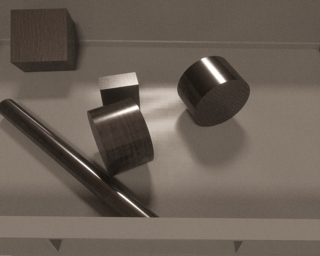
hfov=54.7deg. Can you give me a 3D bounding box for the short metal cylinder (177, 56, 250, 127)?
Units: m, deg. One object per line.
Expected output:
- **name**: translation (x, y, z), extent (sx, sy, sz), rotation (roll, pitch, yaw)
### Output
- **short metal cylinder**: translation (0.070, -0.048, 0.410), extent (0.081, 0.080, 0.050), rotation (-18, 53, -15)

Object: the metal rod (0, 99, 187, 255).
- **metal rod**: translation (-0.096, 0.045, 0.365), extent (0.300, 0.025, 0.025), rotation (33, 57, 24)

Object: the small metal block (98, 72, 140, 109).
- **small metal block**: translation (-0.055, -0.046, 0.427), extent (0.050, 0.050, 0.025), rotation (-10, 51, -9)

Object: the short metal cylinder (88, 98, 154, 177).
- **short metal cylinder**: translation (-0.047, 0.010, 0.360), extent (0.050, 0.080, 0.080), rotation (-20, 53, -16)

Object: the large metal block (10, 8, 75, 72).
- **large metal block**: translation (-0.177, -0.133, 0.475), extent (0.081, 0.050, 0.080), rotation (-3, 84, -3)
